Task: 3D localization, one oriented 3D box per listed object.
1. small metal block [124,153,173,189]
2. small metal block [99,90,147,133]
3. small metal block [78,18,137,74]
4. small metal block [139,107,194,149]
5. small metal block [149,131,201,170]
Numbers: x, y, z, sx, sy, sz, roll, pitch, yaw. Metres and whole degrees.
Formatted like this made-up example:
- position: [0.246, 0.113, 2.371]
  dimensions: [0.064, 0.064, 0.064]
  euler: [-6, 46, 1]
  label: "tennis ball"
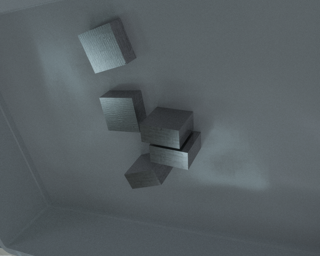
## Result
- position: [-0.013, 0.057, 0.434]
  dimensions: [0.050, 0.050, 0.025]
  euler: [-15, 111, 34]
  label: "small metal block"
- position: [-0.048, -0.023, 0.418]
  dimensions: [0.050, 0.025, 0.050]
  euler: [3, 120, 26]
  label: "small metal block"
- position: [-0.064, -0.100, 0.379]
  dimensions: [0.050, 0.025, 0.050]
  euler: [-9, 114, 31]
  label: "small metal block"
- position: [0.010, -0.002, 0.385]
  dimensions: [0.050, 0.050, 0.025]
  euler: [9, 122, 23]
  label: "small metal block"
- position: [0.021, 0.024, 0.395]
  dimensions: [0.050, 0.050, 0.025]
  euler: [10, 123, 22]
  label: "small metal block"
